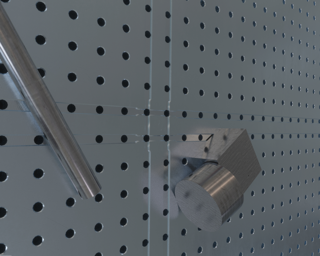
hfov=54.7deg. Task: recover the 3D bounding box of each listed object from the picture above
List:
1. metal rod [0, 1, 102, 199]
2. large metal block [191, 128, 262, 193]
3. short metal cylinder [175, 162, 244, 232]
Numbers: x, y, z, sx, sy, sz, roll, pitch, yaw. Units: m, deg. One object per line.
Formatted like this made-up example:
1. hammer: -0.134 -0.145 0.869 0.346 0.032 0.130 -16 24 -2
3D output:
1. metal rod: -0.133 -0.058 0.297 0.025 0.025 0.299 -37 113 -34
2. large metal block: 0.105 0.056 0.481 0.080 0.050 0.080 -40 115 -33
3. short metal cylinder: 0.067 0.095 0.430 0.050 0.080 0.080 -30 109 -36
